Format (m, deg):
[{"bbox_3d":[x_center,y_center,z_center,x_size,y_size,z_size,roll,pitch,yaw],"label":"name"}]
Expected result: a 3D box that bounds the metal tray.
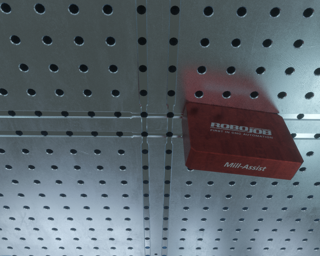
[{"bbox_3d":[0.095,0.014,0.381,0.131,0.090,0.030,7,130,-6],"label":"metal tray"}]
